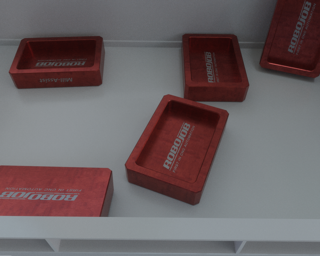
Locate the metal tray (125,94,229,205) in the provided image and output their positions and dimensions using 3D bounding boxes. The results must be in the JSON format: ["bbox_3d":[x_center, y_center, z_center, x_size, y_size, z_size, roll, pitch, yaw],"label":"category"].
[{"bbox_3d":[0.025,0.020,0.384,0.090,0.030,0.130,17,52,13],"label":"metal tray"}]

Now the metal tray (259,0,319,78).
[{"bbox_3d":[0.211,-0.147,0.461,0.090,0.129,0.030,14,34,11],"label":"metal tray"}]

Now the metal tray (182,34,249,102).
[{"bbox_3d":[0.081,-0.098,0.484,0.091,0.030,0.130,1,50,0],"label":"metal tray"}]

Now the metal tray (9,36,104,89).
[{"bbox_3d":[-0.156,-0.105,0.487,0.131,0.030,0.090,-2,50,-3],"label":"metal tray"}]

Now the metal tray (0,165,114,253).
[{"bbox_3d":[-0.119,0.078,0.316,0.131,0.030,0.090,1,31,1],"label":"metal tray"}]
